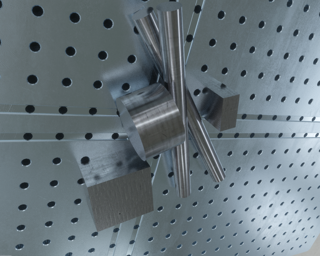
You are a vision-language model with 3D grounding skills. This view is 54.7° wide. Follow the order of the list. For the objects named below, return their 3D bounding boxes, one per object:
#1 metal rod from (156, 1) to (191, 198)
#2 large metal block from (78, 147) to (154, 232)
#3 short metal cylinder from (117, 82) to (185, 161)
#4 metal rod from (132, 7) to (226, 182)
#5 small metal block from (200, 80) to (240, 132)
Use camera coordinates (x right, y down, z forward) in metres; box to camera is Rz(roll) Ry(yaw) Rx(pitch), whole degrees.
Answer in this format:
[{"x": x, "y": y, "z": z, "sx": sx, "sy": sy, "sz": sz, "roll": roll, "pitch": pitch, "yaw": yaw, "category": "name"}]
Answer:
[{"x": 0.023, "y": -0.007, "z": 0.397, "sx": 0.025, "sy": 0.025, "sz": 0.298, "roll": -22, "pitch": 134, "yaw": -16, "category": "metal rod"}, {"x": -0.057, "y": 0.080, "z": 0.415, "sx": 0.081, "sy": 0.050, "sz": 0.079, "roll": -16, "pitch": 125, "yaw": -20, "category": "large metal block"}, {"x": -0.012, "y": -0.008, "z": 0.366, "sx": 0.050, "sy": 0.080, "sz": 0.080, "roll": -24, "pitch": 128, "yaw": -14, "category": "short metal cylinder"}, {"x": 0.039, "y": -0.020, "z": 0.421, "sx": 0.025, "sy": 0.025, "sz": 0.299, "roll": -35, "pitch": 129, "yaw": -6, "category": "metal rod"}, {"x": 0.080, "y": -0.031, "z": 0.422, "sx": 0.025, "sy": 0.050, "sz": 0.050, "roll": -15, "pitch": 125, "yaw": -20, "category": "small metal block"}]
